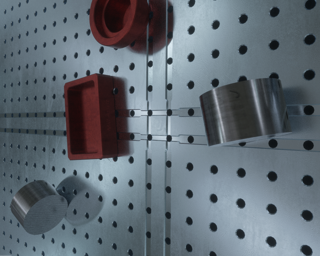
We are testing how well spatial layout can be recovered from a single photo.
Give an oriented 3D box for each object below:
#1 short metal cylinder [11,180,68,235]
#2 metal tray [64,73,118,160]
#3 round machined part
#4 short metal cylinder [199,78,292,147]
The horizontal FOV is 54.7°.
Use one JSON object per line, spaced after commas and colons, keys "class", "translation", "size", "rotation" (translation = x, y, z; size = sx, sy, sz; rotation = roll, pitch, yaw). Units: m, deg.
{"class": "short metal cylinder", "translation": [-0.214, 0.140, 0.550], "size": [0.050, 0.081, 0.079], "rotation": [30, 109, 36]}
{"class": "metal tray", "translation": [-0.113, -0.015, 0.499], "size": [0.090, 0.030, 0.129], "rotation": [-7, 85, 39]}
{"class": "round machined part", "translation": [-0.053, -0.163, 0.443], "size": [0.098, 0.042, 0.097], "rotation": [0, 90, 40]}
{"class": "short metal cylinder", "translation": [0.083, -0.012, 0.305], "size": [0.080, 0.081, 0.050], "rotation": [-15, 80, 39]}
